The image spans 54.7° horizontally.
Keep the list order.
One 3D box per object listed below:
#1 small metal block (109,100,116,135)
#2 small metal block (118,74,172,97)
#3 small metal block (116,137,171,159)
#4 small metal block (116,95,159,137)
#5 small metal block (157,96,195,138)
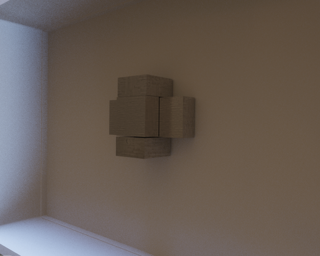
[{"bbox_3d":[-0.046,-0.015,0.442,0.050,0.025,0.050,1,91,40],"label":"small metal block"},{"bbox_3d":[-0.019,-0.052,0.404,0.050,0.050,0.025,1,91,40],"label":"small metal block"},{"bbox_3d":[-0.022,0.024,0.404,0.050,0.050,0.025,1,91,40],"label":"small metal block"},{"bbox_3d":[-0.029,-0.015,0.395,0.050,0.025,0.050,1,91,39],"label":"small metal block"},{"bbox_3d":[0.016,-0.013,0.392,0.050,0.025,0.050,1,91,39],"label":"small metal block"}]
